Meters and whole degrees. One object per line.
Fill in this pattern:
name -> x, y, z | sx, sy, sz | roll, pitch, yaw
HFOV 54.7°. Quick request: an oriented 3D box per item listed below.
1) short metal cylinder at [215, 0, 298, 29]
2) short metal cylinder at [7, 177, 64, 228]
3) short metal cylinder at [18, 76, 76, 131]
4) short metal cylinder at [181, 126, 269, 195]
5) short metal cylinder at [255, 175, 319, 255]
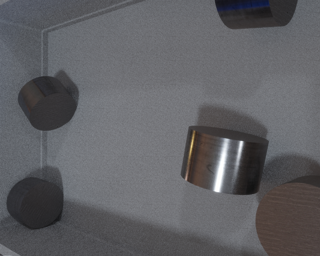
short metal cylinder -> 0.093, -0.137, 0.294 | 0.050, 0.081, 0.079 | 11, 97, 39
short metal cylinder -> -0.223, 0.132, 0.555 | 0.050, 0.081, 0.079 | 5, 93, 40
short metal cylinder -> -0.192, -0.042, 0.530 | 0.050, 0.081, 0.080 | 47, 118, 30
short metal cylinder -> 0.065, 0.030, 0.317 | 0.080, 0.081, 0.050 | 15, 100, 39
short metal cylinder -> 0.135, 0.086, 0.279 | 0.080, 0.050, 0.080 | 0, 90, 40
